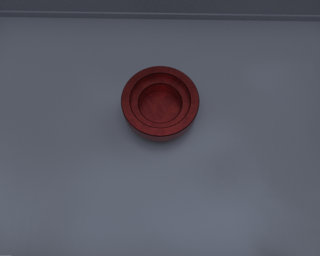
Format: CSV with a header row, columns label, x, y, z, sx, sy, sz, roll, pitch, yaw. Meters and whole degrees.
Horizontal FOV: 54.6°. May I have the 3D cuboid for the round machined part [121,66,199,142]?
label,x,y,z,sx,sy,sz,roll,pitch,yaw
round machined part,0.000,-0.028,0.408,0.099,0.042,0.098,0,70,0
